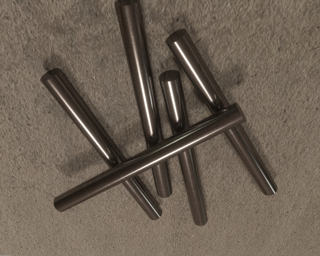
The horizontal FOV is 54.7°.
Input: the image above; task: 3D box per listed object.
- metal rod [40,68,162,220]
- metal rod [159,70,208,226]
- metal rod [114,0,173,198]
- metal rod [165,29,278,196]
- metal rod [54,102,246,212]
[{"bbox_3d":[-0.066,0.043,0.442,0.025,0.025,0.299,-18,128,14],"label":"metal rod"},{"bbox_3d":[0.041,0.051,0.451,0.025,0.025,0.298,-9,130,7],"label":"metal rod"},{"bbox_3d":[-0.012,-0.011,0.397,0.025,0.025,0.298,-6,130,5],"label":"metal rod"},{"bbox_3d":[0.095,0.000,0.408,0.025,0.025,0.300,-25,126,20],"label":"metal rod"},{"bbox_3d":[-0.029,0.048,0.413,0.300,0.025,0.025,-29,125,22],"label":"metal rod"}]
